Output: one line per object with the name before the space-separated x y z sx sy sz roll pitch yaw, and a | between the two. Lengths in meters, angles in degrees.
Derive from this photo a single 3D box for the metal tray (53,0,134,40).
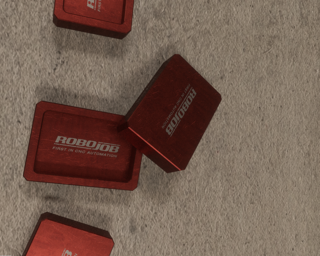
metal tray | -0.077 -0.183 0.378 0.091 0.030 0.129 6 88 -20

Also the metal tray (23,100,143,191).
metal tray | -0.087 0.023 0.374 0.131 0.030 0.089 10 87 -20

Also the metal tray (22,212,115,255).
metal tray | -0.121 0.176 0.362 0.090 0.030 0.130 25 81 -19

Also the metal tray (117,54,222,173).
metal tray | 0.017 -0.020 0.393 0.090 0.030 0.130 41 59 -16
